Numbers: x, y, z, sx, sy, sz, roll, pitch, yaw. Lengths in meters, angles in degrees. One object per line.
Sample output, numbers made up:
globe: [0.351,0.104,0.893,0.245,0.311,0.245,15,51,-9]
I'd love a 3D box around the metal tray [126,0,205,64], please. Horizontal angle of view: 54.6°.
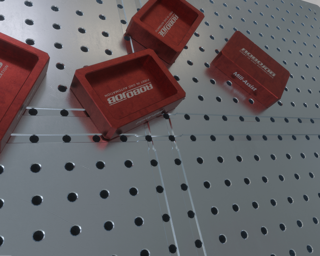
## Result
metal tray: [0.013,-0.175,0.517,0.090,0.030,0.130,34,51,-6]

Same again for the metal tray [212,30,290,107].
metal tray: [0.167,-0.108,0.560,0.130,0.030,0.090,38,51,-2]

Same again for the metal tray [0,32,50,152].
metal tray: [-0.187,-0.046,0.331,0.090,0.030,0.130,23,53,-14]

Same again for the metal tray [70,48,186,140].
metal tray: [-0.039,-0.050,0.414,0.131,0.030,0.090,-28,77,-37]
